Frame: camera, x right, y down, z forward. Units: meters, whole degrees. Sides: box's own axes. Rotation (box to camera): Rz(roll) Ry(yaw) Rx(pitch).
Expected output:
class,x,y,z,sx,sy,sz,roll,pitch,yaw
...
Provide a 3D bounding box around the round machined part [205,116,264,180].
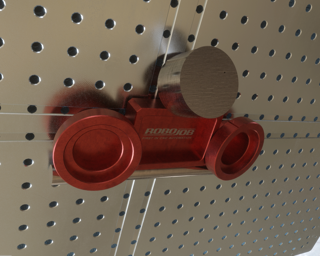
class,x,y,z,sx,sy,sz,roll,pitch,yaw
round machined part,0.105,0.026,0.463,0.099,0.042,0.097,-19,127,-27

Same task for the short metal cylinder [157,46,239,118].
class,x,y,z,sx,sy,sz,roll,pitch,yaw
short metal cylinder,0.044,-0.051,0.364,0.081,0.050,0.079,-1,93,-29

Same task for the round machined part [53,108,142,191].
class,x,y,z,sx,sy,sz,roll,pitch,yaw
round machined part,-0.074,0.022,0.362,0.099,0.042,0.097,-8,118,-16

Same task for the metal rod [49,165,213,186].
class,x,y,z,sx,sy,sz,roll,pitch,yaw
metal rod,0.001,0.059,0.444,0.303,0.025,0.025,1,118,-29

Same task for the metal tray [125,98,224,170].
class,x,y,z,sx,sy,sz,roll,pitch,yaw
metal tray,0.014,0.009,0.416,0.131,0.030,0.089,0,119,-29
